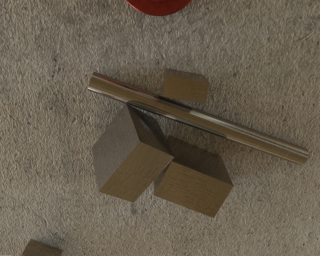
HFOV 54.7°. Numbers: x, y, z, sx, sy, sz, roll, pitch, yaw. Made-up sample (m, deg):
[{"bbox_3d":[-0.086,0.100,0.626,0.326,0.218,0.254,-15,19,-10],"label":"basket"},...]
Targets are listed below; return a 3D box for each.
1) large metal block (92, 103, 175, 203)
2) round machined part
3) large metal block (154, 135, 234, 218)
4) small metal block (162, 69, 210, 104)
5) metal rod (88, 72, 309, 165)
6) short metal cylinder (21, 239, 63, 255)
[{"bbox_3d":[-0.037,0.030,0.382,0.050,0.080,0.080,28,112,-32],"label":"large metal block"},{"bbox_3d":[-0.002,-0.174,0.337,0.099,0.042,0.097,0,110,-1],"label":"round machined part"},{"bbox_3d":[0.040,0.060,0.403,0.080,0.080,0.050,23,108,-9],"label":"large metal block"},{"bbox_3d":[0.030,-0.052,0.378,0.050,0.050,0.025,9,110,-4],"label":"small metal block"},{"bbox_3d":[0.055,-0.010,0.407,0.302,0.025,0.025,19,109,-8],"label":"metal rod"},{"bbox_3d":[-0.185,0.212,0.456,0.050,0.080,0.080,24,108,-9],"label":"short metal cylinder"}]
